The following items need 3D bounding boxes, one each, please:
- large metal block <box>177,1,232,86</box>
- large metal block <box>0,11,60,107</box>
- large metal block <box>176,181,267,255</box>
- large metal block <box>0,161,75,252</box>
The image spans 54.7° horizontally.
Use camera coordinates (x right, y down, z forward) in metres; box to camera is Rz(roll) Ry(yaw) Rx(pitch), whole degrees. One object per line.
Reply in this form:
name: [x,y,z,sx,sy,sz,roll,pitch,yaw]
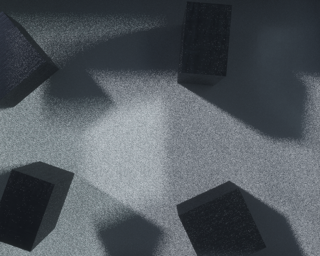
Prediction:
large metal block: [0.052,-0.099,0.384,0.050,0.080,0.080,5,90,0]
large metal block: [-0.194,-0.085,0.397,0.080,0.050,0.080,-40,90,0]
large metal block: [0.076,0.125,0.399,0.080,0.050,0.080,-25,90,0]
large metal block: [-0.154,0.091,0.383,0.050,0.080,0.080,20,90,0]
